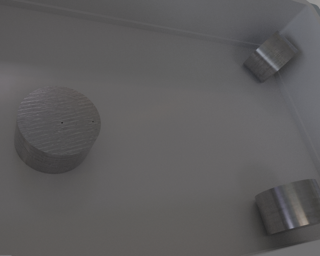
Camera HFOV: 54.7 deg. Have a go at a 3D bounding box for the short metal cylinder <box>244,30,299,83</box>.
[{"bbox_3d":[0.196,-0.126,0.553,0.050,0.080,0.080,47,51,4],"label":"short metal cylinder"}]

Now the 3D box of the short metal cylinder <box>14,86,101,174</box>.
[{"bbox_3d":[-0.109,0.003,0.329,0.081,0.050,0.080,14,56,-21],"label":"short metal cylinder"}]

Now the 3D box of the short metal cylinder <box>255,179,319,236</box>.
[{"bbox_3d":[0.170,0.103,0.399,0.081,0.080,0.050,1,62,-28],"label":"short metal cylinder"}]
